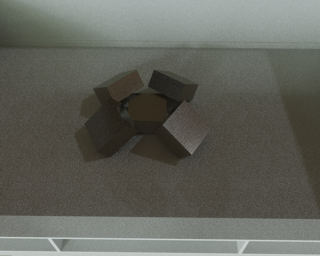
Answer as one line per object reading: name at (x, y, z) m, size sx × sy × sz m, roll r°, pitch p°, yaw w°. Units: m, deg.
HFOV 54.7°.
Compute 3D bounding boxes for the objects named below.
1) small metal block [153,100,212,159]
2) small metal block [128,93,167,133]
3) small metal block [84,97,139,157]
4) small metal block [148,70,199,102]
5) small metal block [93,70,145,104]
small metal block at (0.028, 0.002, 0.386) m, size 0.050 × 0.025 × 0.050 m, roll 46°, pitch 57°, yaw -8°
small metal block at (-0.017, -0.020, 0.419) m, size 0.050 × 0.025 × 0.050 m, roll 1°, pitch 50°, yaw 1°
small metal block at (-0.062, -0.001, 0.388) m, size 0.050 × 0.025 × 0.050 m, roll -42°, pitch 54°, yaw 14°
small metal block at (0.019, -0.060, 0.437) m, size 0.050 × 0.025 × 0.050 m, roll 28°, pitch 19°, yaw 21°
small metal block at (-0.058, -0.057, 0.434) m, size 0.050 × 0.025 × 0.050 m, roll -35°, pitch 21°, yaw -25°
